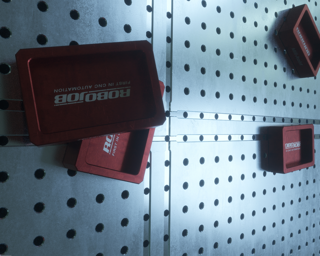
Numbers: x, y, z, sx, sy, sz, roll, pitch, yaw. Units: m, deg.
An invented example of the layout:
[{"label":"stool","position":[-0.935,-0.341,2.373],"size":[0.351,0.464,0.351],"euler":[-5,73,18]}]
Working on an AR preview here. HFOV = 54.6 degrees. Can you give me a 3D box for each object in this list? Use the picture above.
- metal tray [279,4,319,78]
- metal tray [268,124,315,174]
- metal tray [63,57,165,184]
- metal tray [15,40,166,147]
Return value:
[{"label":"metal tray","position":[0.306,-0.182,0.659],"size":[0.130,0.030,0.090],"euler":[47,62,-30]},{"label":"metal tray","position":[0.269,0.039,0.629],"size":[0.131,0.030,0.090],"euler":[-4,92,-40]},{"label":"metal tray","position":[-0.049,-0.007,0.363],"size":[0.090,0.030,0.130],"euler":[21,77,-38]},{"label":"metal tray","position":[-0.066,-0.036,0.311],"size":[0.131,0.030,0.090],"euler":[-10,87,-19]}]
